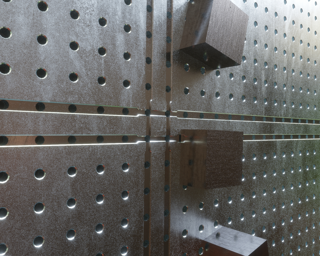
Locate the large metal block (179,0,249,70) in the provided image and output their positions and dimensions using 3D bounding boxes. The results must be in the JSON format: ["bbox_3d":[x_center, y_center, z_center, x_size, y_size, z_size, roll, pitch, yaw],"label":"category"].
[{"bbox_3d":[0.082,-0.142,0.460,0.080,0.050,0.080,19,78,-38],"label":"large metal block"}]

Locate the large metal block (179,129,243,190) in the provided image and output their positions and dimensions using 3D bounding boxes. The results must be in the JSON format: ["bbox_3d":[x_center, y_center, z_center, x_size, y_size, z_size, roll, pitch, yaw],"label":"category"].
[{"bbox_3d":[0.076,0.043,0.456,0.081,0.050,0.080,3,88,-40],"label":"large metal block"}]

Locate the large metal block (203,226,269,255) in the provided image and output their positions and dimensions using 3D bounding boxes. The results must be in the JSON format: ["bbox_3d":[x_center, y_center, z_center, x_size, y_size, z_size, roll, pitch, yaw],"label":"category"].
[{"bbox_3d":[0.118,0.207,0.471,0.050,0.080,0.080,-17,101,-39],"label":"large metal block"}]
